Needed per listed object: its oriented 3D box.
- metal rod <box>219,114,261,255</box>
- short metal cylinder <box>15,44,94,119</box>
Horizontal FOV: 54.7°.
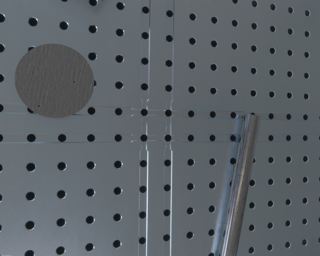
[{"bbox_3d":[0.109,0.128,0.453,0.025,0.025,0.298,13,86,-20],"label":"metal rod"},{"bbox_3d":[-0.120,-0.051,0.355,0.081,0.050,0.079,0,90,-20],"label":"short metal cylinder"}]
